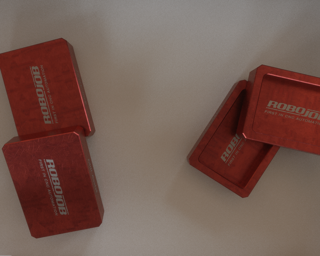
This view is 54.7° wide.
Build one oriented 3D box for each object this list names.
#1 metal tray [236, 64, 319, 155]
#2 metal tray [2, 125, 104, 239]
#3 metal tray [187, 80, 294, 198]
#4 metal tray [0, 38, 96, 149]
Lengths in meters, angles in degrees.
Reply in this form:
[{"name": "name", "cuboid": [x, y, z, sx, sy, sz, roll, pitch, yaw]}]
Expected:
[{"name": "metal tray", "cuboid": [0.169, -0.018, 0.380, 0.131, 0.030, 0.089, 13, 89, -1]}, {"name": "metal tray", "cuboid": [-0.129, 0.068, 0.389, 0.091, 0.030, 0.129, -11, 106, -1]}, {"name": "metal tray", "cuboid": [0.107, 0.014, 0.410, 0.090, 0.030, 0.130, 33, 90, -1]}, {"name": "metal tray", "cuboid": [-0.147, -0.042, 0.407, 0.091, 0.030, 0.129, -15, 90, -1]}]
